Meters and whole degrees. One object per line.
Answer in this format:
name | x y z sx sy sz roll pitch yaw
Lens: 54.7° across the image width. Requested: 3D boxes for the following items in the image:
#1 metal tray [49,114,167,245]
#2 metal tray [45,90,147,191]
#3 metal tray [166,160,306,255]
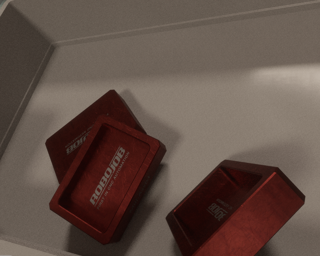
metal tray | -0.062 0.059 0.372 0.090 0.030 0.130 25 82 20
metal tray | -0.094 0.015 0.441 0.130 0.030 0.090 -38 51 2
metal tray | 0.053 0.071 0.269 0.090 0.130 0.030 -43 91 -6
